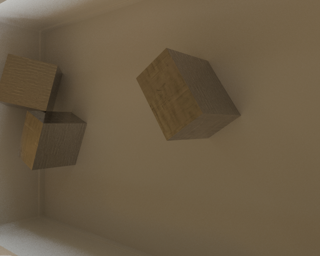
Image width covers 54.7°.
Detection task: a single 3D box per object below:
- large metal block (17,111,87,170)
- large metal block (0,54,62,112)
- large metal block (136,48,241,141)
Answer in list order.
[{"bbox_3d":[-0.178,0.019,0.515,0.050,0.081,0.079,30,109,35],"label":"large metal block"},{"bbox_3d":[-0.222,-0.073,0.532,0.050,0.081,0.080,147,135,-79],"label":"large metal block"},{"bbox_3d":[0.032,-0.034,0.343,0.050,0.081,0.080,-39,66,33],"label":"large metal block"}]
